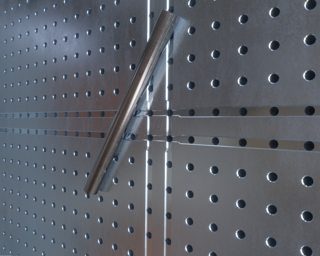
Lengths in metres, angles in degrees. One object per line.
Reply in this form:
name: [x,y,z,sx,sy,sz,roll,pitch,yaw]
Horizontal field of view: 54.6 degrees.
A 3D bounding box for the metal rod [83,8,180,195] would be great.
metal rod: [-0.049,-0.024,0.451,0.025,0.025,0.298,41,115,32]
